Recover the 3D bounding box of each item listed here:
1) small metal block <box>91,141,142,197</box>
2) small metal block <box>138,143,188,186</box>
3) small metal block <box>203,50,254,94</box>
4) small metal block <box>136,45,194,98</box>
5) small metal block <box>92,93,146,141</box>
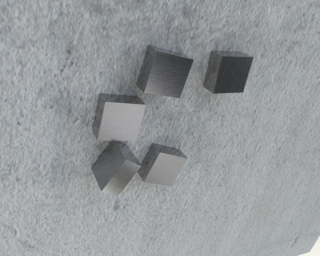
[{"bbox_3d":[-0.057,0.049,0.391,0.025,0.050,0.050,30,101,-38],"label":"small metal block"},{"bbox_3d":[0.004,0.053,0.443,0.050,0.025,0.050,16,110,-35],"label":"small metal block"},{"bbox_3d":[0.090,-0.074,0.412,0.050,0.025,0.050,-5,121,-26],"label":"small metal block"},{"bbox_3d":[0.005,-0.066,0.370,0.050,0.025,0.050,5,116,-31],"label":"small metal block"},{"bbox_3d":[-0.050,-0.012,0.373,0.050,0.025,0.050,2,118,-30],"label":"small metal block"}]
